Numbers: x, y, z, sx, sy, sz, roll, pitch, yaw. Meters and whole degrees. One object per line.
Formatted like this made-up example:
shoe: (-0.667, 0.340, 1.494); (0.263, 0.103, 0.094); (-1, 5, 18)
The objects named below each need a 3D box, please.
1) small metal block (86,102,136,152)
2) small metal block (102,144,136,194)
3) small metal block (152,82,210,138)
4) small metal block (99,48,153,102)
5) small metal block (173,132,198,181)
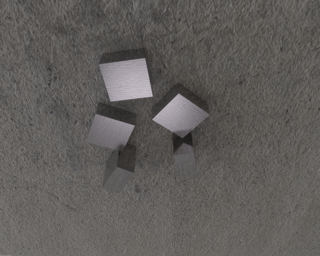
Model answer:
small metal block: (-0.064, -0.001, 0.406); (0.050, 0.025, 0.050); (17, 128, -14)
small metal block: (-0.057, 0.055, 0.437); (0.025, 0.050, 0.050); (23, 126, -18)
small metal block: (0.026, -0.021, 0.389); (0.050, 0.025, 0.050); (31, 123, -24)
small metal block: (-0.037, -0.061, 0.355); (0.050, 0.025, 0.050); (-7, 130, 5)
small metal block: (0.034, 0.035, 0.421); (0.025, 0.050, 0.050); (-8, 130, 7)
